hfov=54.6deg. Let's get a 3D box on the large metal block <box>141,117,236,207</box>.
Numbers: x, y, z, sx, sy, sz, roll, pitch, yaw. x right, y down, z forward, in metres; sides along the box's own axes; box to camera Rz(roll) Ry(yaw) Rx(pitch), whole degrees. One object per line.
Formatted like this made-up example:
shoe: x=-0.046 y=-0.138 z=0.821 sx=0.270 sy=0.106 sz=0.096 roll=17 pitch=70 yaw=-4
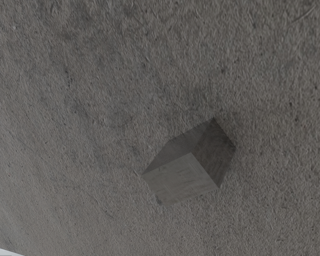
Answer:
large metal block: x=0.037 y=0.041 z=0.378 sx=0.080 sy=0.080 sz=0.050 roll=-30 pitch=102 yaw=38
